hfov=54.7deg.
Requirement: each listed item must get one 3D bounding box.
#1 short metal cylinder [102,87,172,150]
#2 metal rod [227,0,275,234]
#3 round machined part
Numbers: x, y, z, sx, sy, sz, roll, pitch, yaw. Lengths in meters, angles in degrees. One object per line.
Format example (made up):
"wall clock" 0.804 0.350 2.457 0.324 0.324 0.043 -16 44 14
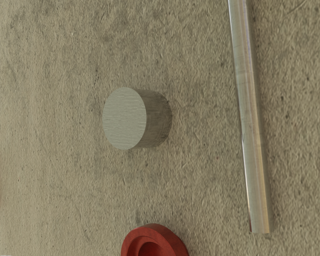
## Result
"short metal cylinder" -0.031 -0.012 0.412 0.080 0.050 0.079 0 90 39
"metal rod" 0.092 -0.044 0.327 0.025 0.025 0.298 -8 85 39
"round machined part" -0.001 0.170 0.393 0.098 0.042 0.097 0 90 39
